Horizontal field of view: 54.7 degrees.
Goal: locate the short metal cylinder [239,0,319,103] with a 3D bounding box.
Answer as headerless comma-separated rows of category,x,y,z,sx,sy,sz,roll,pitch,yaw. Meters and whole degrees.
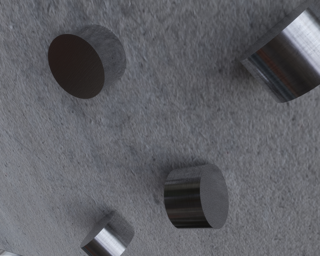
short metal cylinder,0.117,-0.067,0.268,0.050,0.080,0.080,47,129,-5

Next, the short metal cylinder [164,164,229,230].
short metal cylinder,0.049,0.089,0.400,0.050,0.080,0.080,-13,112,33

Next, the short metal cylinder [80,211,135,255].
short metal cylinder,-0.090,0.191,0.535,0.050,0.080,0.080,47,129,-5

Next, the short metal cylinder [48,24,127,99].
short metal cylinder,-0.089,-0.083,0.385,0.080,0.050,0.079,13,124,20
